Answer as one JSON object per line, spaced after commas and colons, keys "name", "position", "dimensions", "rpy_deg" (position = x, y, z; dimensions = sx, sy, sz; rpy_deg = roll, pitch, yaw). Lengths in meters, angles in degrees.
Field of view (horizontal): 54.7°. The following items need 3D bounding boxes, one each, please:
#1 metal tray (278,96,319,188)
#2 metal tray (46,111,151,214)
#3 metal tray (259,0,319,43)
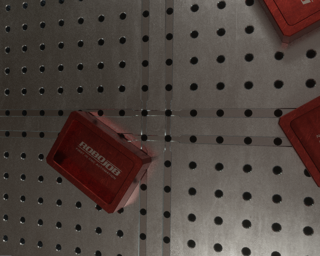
{"name": "metal tray", "position": [0.210, -0.003, 0.336], "dimensions": [0.130, 0.030, 0.090], "rpy_deg": [-31, 80, 17]}
{"name": "metal tray", "position": [-0.089, 0.046, 0.440], "dimensions": [0.130, 0.030, 0.090], "rpy_deg": [34, 101, 16]}
{"name": "metal tray", "position": [0.155, -0.177, 0.355], "dimensions": [0.090, 0.030, 0.130], "rpy_deg": [-28, 81, 17]}
